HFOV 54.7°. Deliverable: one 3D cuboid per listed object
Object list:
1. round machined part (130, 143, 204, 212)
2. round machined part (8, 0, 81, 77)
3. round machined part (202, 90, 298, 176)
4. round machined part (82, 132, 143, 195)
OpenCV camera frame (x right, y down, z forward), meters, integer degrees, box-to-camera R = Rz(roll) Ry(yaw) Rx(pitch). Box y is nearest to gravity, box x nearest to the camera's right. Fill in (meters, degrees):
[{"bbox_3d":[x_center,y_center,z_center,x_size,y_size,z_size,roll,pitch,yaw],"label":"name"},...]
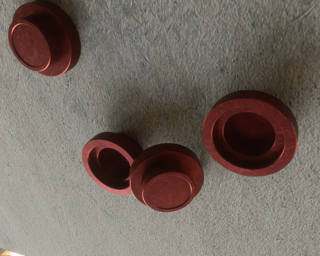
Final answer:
[{"bbox_3d":[0.010,0.072,0.407,0.099,0.042,0.097,-3,120,-5],"label":"round machined part"},{"bbox_3d":[-0.158,-0.114,0.409,0.098,0.042,0.097,13,124,21],"label":"round machined part"},{"bbox_3d":[0.100,0.002,0.344,0.098,0.042,0.097,13,124,21],"label":"round machined part"},{"bbox_3d":[-0.062,0.047,0.458,0.098,0.042,0.097,13,124,21],"label":"round machined part"}]
